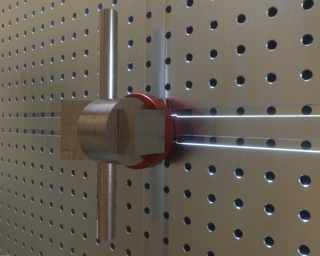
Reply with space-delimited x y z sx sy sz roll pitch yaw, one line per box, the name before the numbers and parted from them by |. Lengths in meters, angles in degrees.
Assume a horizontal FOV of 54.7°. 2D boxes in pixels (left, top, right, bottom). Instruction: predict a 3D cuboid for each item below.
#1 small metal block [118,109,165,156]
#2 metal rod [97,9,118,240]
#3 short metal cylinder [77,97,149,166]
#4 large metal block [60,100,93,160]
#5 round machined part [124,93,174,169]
small metal block | -0.020 0.004 0.353 0.025 0.050 0.050 2 91 40
metal rod | -0.070 -0.004 0.410 0.025 0.025 0.298 1 91 39
short metal cylinder | -0.051 0.004 0.374 0.050 0.081 0.079 1 91 40
large metal block | -0.108 0.002 0.452 0.050 0.080 0.079 1 91 -1
round machined part | -0.020 0.004 0.411 0.098 0.042 0.097 0 90 39
